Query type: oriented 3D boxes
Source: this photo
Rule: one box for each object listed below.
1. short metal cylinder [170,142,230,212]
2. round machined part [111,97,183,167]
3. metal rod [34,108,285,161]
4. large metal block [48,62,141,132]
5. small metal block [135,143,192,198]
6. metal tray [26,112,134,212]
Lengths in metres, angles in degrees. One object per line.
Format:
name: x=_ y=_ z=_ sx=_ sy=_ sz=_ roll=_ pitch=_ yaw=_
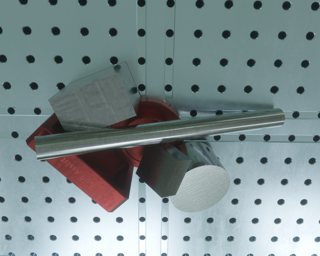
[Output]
short metal cylinder: x=0.045 y=0.065 z=0.412 sx=0.081 sy=0.050 sz=0.079 roll=-8 pitch=124 yaw=-13
round machined part: x=-0.017 y=0.012 z=0.411 sx=0.099 sy=0.042 sz=0.097 roll=0 pitch=110 yaw=-1
metal rod: x=0.016 y=0.003 z=0.364 sx=0.303 sy=0.025 sz=0.025 roll=-7 pitch=111 yaw=-19
large metal block: x=-0.072 y=-0.036 z=0.368 sx=0.080 sy=0.080 sz=0.050 roll=-20 pitch=109 yaw=7
small metal block: x=0.003 y=0.047 z=0.371 sx=0.025 sy=0.050 sz=0.050 roll=4 pitch=115 yaw=-47
metal tray: x=-0.092 y=0.035 z=0.389 sx=0.030 sy=0.090 sz=0.130 roll=-42 pitch=105 yaw=14
